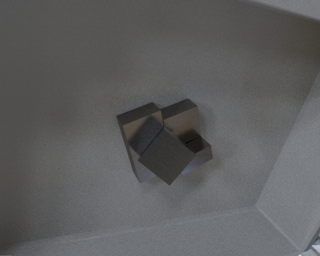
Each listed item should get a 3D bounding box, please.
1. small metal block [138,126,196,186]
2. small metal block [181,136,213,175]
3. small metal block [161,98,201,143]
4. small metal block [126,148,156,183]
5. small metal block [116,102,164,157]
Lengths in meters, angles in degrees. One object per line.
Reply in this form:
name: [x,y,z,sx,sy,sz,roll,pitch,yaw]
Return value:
small metal block: [0.009,0.034,0.386,0.050,0.025,0.050,39,97,-5]
small metal block: [0.038,0.031,0.432,0.050,0.050,0.025,-26,128,-14]
small metal block: [0.025,-0.005,0.419,0.050,0.025,0.050,-23,127,-15]
small metal block: [-0.014,0.041,0.426,0.050,0.025,0.050,-23,127,-15]
small metal block: [-0.023,0.001,0.397,0.050,0.025,0.050,-23,127,-15]
